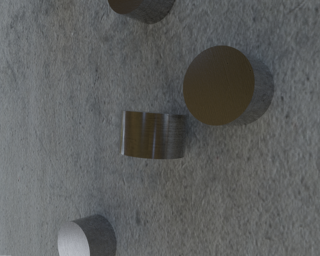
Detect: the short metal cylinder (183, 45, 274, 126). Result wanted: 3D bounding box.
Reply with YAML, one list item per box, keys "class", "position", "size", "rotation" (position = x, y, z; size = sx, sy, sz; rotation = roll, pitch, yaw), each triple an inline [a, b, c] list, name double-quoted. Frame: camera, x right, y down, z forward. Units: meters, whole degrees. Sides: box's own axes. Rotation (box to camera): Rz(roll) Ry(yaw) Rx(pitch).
- class: "short metal cylinder"
  position: [0.072, -0.042, 0.328]
  size: [0.080, 0.050, 0.079]
  rotation: [0, 90, 39]

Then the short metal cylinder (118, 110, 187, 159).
- class: "short metal cylinder"
  position: [-0.009, 0.006, 0.375]
  size: [0.080, 0.081, 0.050]
  rotation: [7, 95, 39]

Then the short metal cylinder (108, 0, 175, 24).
- class: "short metal cylinder"
  position: [-0.024, -0.183, 0.407]
  size: [0.080, 0.050, 0.079]
  rotation: [0, 90, 39]

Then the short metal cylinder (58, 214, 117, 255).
- class: "short metal cylinder"
  position: [-0.113, 0.179, 0.479]
  size: [0.080, 0.050, 0.079]
  rotation: [0, 90, 39]
